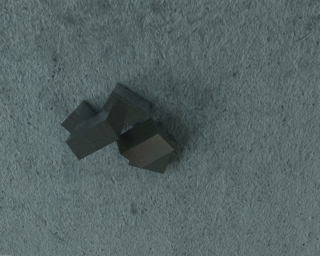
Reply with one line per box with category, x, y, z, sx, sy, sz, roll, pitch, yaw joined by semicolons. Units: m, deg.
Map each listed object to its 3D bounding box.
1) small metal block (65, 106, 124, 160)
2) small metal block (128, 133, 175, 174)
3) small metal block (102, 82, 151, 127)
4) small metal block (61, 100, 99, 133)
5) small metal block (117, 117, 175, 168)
small metal block;-0.071;0.004;0.345;0.050;0.050;0.025;-28;108;9
small metal block;-0.012;0.030;0.422;0.050;0.025;0.050;15;109;-6
small metal block;-0.040;-0.029;0.387;0.050;0.050;0.025;31;107;-11
small metal block;-0.092;-0.004;0.395;0.025;0.050;0.050;-43;105;14
small metal block;-0.017;0.019;0.378;0.050;0.025;0.050;-30;145;10
